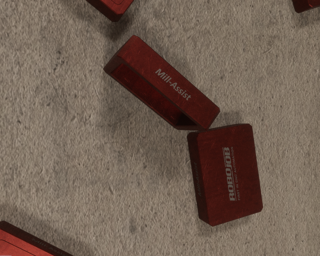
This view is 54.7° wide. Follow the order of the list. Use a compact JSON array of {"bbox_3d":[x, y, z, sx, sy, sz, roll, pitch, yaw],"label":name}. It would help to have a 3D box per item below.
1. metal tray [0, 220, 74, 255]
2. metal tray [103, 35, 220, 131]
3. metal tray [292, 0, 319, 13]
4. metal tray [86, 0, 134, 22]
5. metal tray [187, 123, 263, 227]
[{"bbox_3d":[-0.151,0.177,0.351,0.130,0.030,0.090,36,78,-17],"label":"metal tray"},{"bbox_3d":[-0.001,-0.047,0.374,0.130,0.090,0.030,38,78,-16],"label":"metal tray"},{"bbox_3d":[0.245,-0.262,0.499,0.091,0.030,0.129,-22,98,-19],"label":"metal tray"},{"bbox_3d":[-0.078,-0.207,0.377,0.130,0.030,0.090,36,78,-17],"label":"metal tray"},{"bbox_3d":[0.094,0.064,0.443,0.091,0.030,0.129,-10,94,-20],"label":"metal tray"}]
